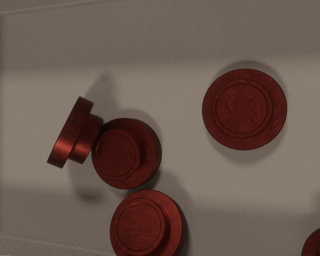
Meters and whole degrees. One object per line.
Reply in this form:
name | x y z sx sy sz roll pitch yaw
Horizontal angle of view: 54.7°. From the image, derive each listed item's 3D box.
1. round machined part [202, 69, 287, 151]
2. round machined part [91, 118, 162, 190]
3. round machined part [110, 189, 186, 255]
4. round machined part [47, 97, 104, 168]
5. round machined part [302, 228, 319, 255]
round machined part | 0.098 -0.022 0.367 0.098 0.042 0.097 0 90 19
round machined part | -0.051 0.035 0.418 0.098 0.042 0.097 0 90 19
round machined part | -0.019 0.125 0.389 0.098 0.042 0.098 -8 64 17
round machined part | -0.110 0.010 0.417 0.042 0.098 0.098 26 100 -14
round machined part | 0.192 0.135 0.303 0.098 0.098 0.042 -5 129 19
